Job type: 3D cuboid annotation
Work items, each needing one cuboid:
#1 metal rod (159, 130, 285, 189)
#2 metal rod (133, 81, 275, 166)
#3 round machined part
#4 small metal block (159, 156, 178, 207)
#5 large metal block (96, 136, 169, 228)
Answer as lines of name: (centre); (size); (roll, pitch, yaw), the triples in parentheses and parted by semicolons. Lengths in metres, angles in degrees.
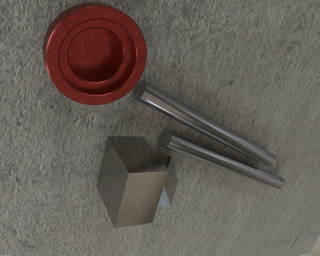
metal rod: (0.119, 0.060, 0.511); (0.302, 0.025, 0.025); (22, 106, -37)
metal rod: (0.084, 0.005, 0.458); (0.302, 0.025, 0.025); (25, 105, -37)
round machined part: (-0.066, -0.076, 0.314); (0.099, 0.042, 0.097); (-14, 125, -21)
small metal block: (0.004, 0.075, 0.438); (0.025, 0.050, 0.050); (-1, 129, 19)
large metal block: (-0.038, 0.065, 0.392); (0.050, 0.080, 0.079); (2, 118, -30)
